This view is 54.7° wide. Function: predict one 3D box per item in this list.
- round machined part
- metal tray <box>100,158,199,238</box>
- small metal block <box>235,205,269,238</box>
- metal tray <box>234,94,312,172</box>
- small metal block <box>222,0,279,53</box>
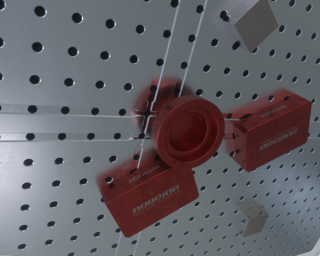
[{"bbox_3d":[0.034,0.002,0.414,0.099,0.042,0.097,-9,115,-21],"label":"round machined part"},{"bbox_3d":[-0.011,0.098,0.462,0.131,0.030,0.090,-27,128,-12],"label":"metal tray"},{"bbox_3d":[0.187,0.190,0.631,0.050,0.025,0.050,-6,121,-25],"label":"small metal block"},{"bbox_3d":[0.188,0.009,0.516,0.131,0.030,0.090,-23,127,-14],"label":"metal tray"},{"bbox_3d":[0.115,-0.133,0.392,0.050,0.025,0.050,-44,129,2],"label":"small metal block"}]
